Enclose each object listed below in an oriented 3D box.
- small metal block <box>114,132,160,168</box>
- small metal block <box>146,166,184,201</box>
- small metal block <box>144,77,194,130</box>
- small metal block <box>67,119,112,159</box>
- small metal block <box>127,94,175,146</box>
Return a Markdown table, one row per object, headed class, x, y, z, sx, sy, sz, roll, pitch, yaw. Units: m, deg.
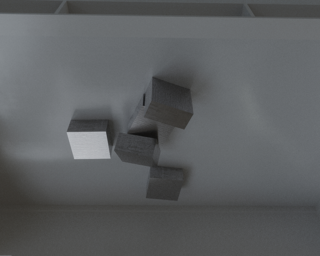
| class | x | y | z | sx | sy | sz | roll | pitch | yaw |
| --- | --- | --- | --- | --- | --- | --- | --- | --- | --- |
| small metal block | -0.029 | 0.031 | 0.414 | 0.050 | 0.025 | 0.050 | 9 | 159 | 10 |
| small metal block | 0.006 | 0.086 | 0.482 | 0.050 | 0.025 | 0.050 | 6 | 130 | -6 |
| small metal block | 0.010 | -0.030 | 0.367 | 0.050 | 0.050 | 0.025 | 17 | 128 | -14 |
| small metal block | -0.094 | 0.016 | 0.421 | 0.050 | 0.025 | 0.050 | -1 | 130 | 0 |
| small metal block | -0.009 | -0.010 | 0.400 | 0.050 | 0.025 | 0.050 | 20 | 127 | -16 |
